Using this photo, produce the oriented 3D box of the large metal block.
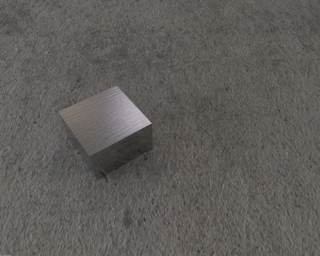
[{"bbox_3d":[-0.066,0.003,0.384,0.080,0.050,0.080,-29,56,-22],"label":"large metal block"}]
